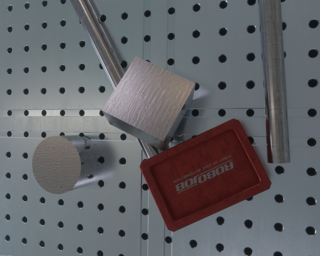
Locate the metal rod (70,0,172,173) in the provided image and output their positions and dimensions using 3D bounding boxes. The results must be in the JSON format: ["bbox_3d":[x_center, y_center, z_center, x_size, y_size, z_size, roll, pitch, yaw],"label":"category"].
[{"bbox_3d":[-0.061,-0.073,0.433,0.025,0.025,0.299,-30,81,17],"label":"metal rod"}]

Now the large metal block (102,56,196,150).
[{"bbox_3d":[-0.012,-0.029,0.383,0.080,0.050,0.080,26,75,10],"label":"large metal block"}]

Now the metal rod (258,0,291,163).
[{"bbox_3d":[0.132,-0.109,0.365,0.025,0.025,0.298,-3,89,20],"label":"metal rod"}]

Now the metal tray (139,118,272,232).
[{"bbox_3d":[0.053,0.056,0.375,0.130,0.030,0.090,-26,81,4],"label":"metal tray"}]

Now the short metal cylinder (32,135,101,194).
[{"bbox_3d":[-0.134,0.050,0.446,0.080,0.050,0.079,0,90,20],"label":"short metal cylinder"}]
